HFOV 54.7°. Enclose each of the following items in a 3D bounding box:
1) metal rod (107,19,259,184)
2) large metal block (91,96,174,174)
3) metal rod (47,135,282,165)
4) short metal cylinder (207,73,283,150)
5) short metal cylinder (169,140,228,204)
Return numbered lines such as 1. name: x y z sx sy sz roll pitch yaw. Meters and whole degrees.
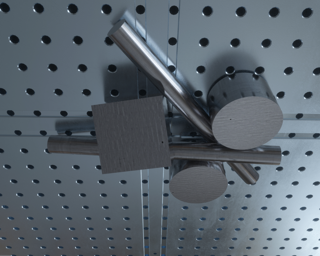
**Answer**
1. metal rod: 0.047 -0.014 0.396 0.025 0.025 0.300 -31 124 23
2. large metal block: -0.030 0.006 0.372 0.080 0.050 0.079 -7 95 6
3. metal rod: 0.002 0.029 0.409 0.302 0.025 0.025 3 131 5
4. short metal cylinder: 0.100 -0.020 0.375 0.081 0.050 0.079 0 130 0
5. short metal cylinder: 0.053 0.064 0.445 0.081 0.050 0.079 0 130 0
